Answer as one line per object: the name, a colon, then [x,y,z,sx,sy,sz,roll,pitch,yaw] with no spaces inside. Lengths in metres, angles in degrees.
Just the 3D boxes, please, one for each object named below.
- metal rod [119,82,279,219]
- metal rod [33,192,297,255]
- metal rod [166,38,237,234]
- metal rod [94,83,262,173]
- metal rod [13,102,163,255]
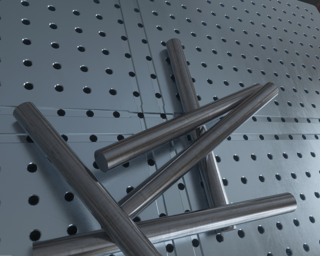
metal rod: [0.062,0.018,0.400,0.302,0.025,0.025,-36,82,-29]
metal rod: [0.026,0.105,0.336,0.303,0.025,0.025,-4,64,-23]
metal rod: [0.051,-0.006,0.441,0.025,0.025,0.299,2,61,-28]
metal rod: [0.049,-0.013,0.410,0.302,0.025,0.025,-23,75,-38]
metal rod: [-0.049,0.081,0.294,0.025,0.025,0.300,-30,67,-38]
